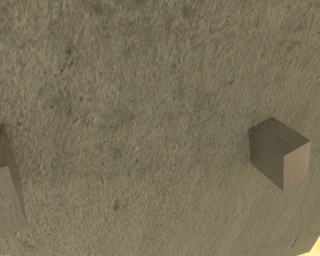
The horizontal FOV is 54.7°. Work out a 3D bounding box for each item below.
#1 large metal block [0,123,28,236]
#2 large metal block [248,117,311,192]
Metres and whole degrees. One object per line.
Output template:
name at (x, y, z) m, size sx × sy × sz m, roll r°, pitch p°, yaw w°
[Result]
large metal block at (-0.172, 0.053, 0.310) m, size 0.050 × 0.080 × 0.079 m, roll -13°, pitch 124°, yaw -22°
large metal block at (0.192, 0.041, 0.505) m, size 0.050 × 0.080 × 0.080 m, roll -26°, pitch 128°, yaw -12°
